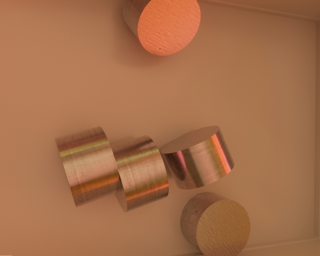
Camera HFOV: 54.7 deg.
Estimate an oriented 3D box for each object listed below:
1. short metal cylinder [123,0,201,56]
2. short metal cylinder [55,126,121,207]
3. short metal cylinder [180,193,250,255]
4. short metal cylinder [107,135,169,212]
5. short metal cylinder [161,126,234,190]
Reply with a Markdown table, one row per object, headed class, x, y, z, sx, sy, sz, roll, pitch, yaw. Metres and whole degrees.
| class | x | y | z | sx | sy | sz | roll | pitch | yaw |
| --- | --- | --- | --- | --- | --- | --- | --- | --- | --- |
| short metal cylinder | 0.002 | -0.136 | 0.376 | 0.081 | 0.050 | 0.080 | -18 | 138 | -16 |
| short metal cylinder | -0.082 | 0.043 | 0.351 | 0.050 | 0.080 | 0.080 | -17 | 96 | -19 |
| short metal cylinder | 0.075 | 0.133 | 0.425 | 0.081 | 0.050 | 0.080 | 0 | 90 | -20 |
| short metal cylinder | -0.030 | 0.054 | 0.370 | 0.050 | 0.080 | 0.080 | -16 | 96 | -19 |
| short metal cylinder | 0.048 | 0.037 | 0.399 | 0.081 | 0.080 | 0.050 | -27 | 99 | -18 |
